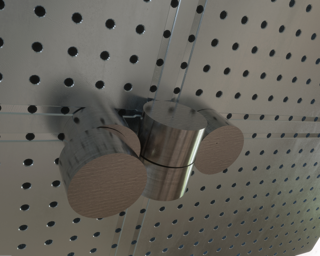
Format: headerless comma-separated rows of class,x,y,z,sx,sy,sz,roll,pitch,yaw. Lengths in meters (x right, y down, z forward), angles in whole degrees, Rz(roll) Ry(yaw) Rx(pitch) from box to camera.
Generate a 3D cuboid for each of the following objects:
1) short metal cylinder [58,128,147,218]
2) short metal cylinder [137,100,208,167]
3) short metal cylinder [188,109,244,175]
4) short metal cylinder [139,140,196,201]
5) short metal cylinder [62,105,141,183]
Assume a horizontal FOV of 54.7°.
short metal cylinder,-0.060,0.047,0.324,0.081,0.050,0.079,-14,124,-21
short metal cylinder,0.013,0.005,0.386,0.081,0.080,0.050,1,119,-29
short metal cylinder,0.072,0.020,0.445,0.081,0.050,0.079,-14,124,-21
short metal cylinder,0.002,0.050,0.407,0.081,0.080,0.050,-1,119,-28
short metal cylinder,-0.070,0.019,0.368,0.081,0.050,0.079,-14,124,-21
